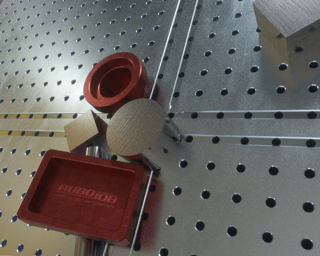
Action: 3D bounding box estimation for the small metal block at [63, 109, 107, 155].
[{"bbox_3d":[-0.111,0.008,0.459,0.050,0.025,0.050,-33,52,6],"label":"small metal block"}]

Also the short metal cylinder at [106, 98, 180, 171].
[{"bbox_3d":[-0.021,0.009,0.396,0.080,0.050,0.080,-13,56,20],"label":"short metal cylinder"}]

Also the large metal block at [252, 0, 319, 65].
[{"bbox_3d":[0.175,-0.138,0.385,0.080,0.050,0.080,-29,52,9],"label":"large metal block"}]

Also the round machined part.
[{"bbox_3d":[-0.063,-0.063,0.467,0.098,0.042,0.098,-13,56,20],"label":"round machined part"}]

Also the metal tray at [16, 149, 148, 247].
[{"bbox_3d":[-0.089,0.080,0.370,0.131,0.030,0.090,9,59,11],"label":"metal tray"}]

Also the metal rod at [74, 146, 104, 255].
[{"bbox_3d":[-0.087,0.158,0.355,0.025,0.025,0.299,-15,56,20],"label":"metal rod"}]
